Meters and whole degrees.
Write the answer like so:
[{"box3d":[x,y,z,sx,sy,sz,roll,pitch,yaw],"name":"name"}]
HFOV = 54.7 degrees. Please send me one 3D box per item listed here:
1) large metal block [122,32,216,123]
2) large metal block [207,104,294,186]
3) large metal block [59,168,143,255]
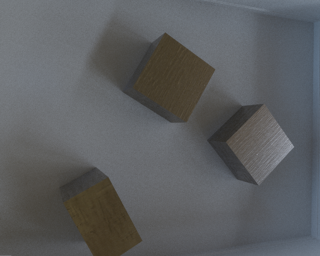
[{"box3d":[0.011,-0.061,0.402,0.080,0.050,0.080,32,79,-18],"name":"large metal block"},{"box3d":[0.131,0.022,0.447,0.080,0.050,0.080,-42,104,-15],"name":"large metal block"},{"box3d":[-0.071,0.097,0.356,0.050,0.080,0.080,-29,100,-18],"name":"large metal block"}]
